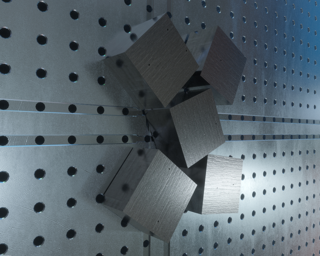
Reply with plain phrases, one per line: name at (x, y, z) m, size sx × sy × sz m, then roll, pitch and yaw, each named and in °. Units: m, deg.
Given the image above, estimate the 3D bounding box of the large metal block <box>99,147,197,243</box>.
large metal block at (-0.012, 0.080, 0.380) m, size 0.080 × 0.050 × 0.080 m, roll 45°, pitch 63°, yaw -30°

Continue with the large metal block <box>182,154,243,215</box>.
large metal block at (0.073, 0.080, 0.453) m, size 0.081 × 0.050 × 0.080 m, roll 12°, pitch 83°, yaw -40°

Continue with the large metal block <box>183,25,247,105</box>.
large metal block at (0.075, -0.087, 0.453) m, size 0.080 × 0.050 × 0.080 m, roll 33°, pitch 70°, yaw -38°

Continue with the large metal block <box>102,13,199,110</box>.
large metal block at (-0.009, -0.080, 0.384) m, size 0.080 × 0.050 × 0.080 m, roll -51°, pitch 120°, yaw -27°

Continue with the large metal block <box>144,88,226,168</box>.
large metal block at (0.036, -0.002, 0.421) m, size 0.081 × 0.050 × 0.080 m, roll -28°, pitch 108°, yaw -36°
